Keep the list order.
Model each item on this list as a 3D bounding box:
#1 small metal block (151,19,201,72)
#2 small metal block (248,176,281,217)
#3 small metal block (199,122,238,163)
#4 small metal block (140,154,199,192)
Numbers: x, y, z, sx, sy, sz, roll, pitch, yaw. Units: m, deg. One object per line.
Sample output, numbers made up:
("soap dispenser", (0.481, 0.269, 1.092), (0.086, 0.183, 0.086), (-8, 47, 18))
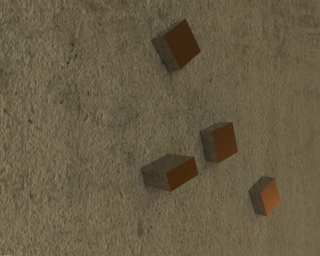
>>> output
("small metal block", (0.023, -0.113, 0.423), (0.050, 0.025, 0.050), (-45, 117, -30))
("small metal block", (0.191, 0.124, 0.565), (0.050, 0.025, 0.050), (-32, 110, -35))
("small metal block", (0.092, 0.021, 0.482), (0.050, 0.025, 0.050), (-21, 104, -38))
("small metal block", (0.012, 0.056, 0.398), (0.050, 0.050, 0.025), (-24, 105, -38))
